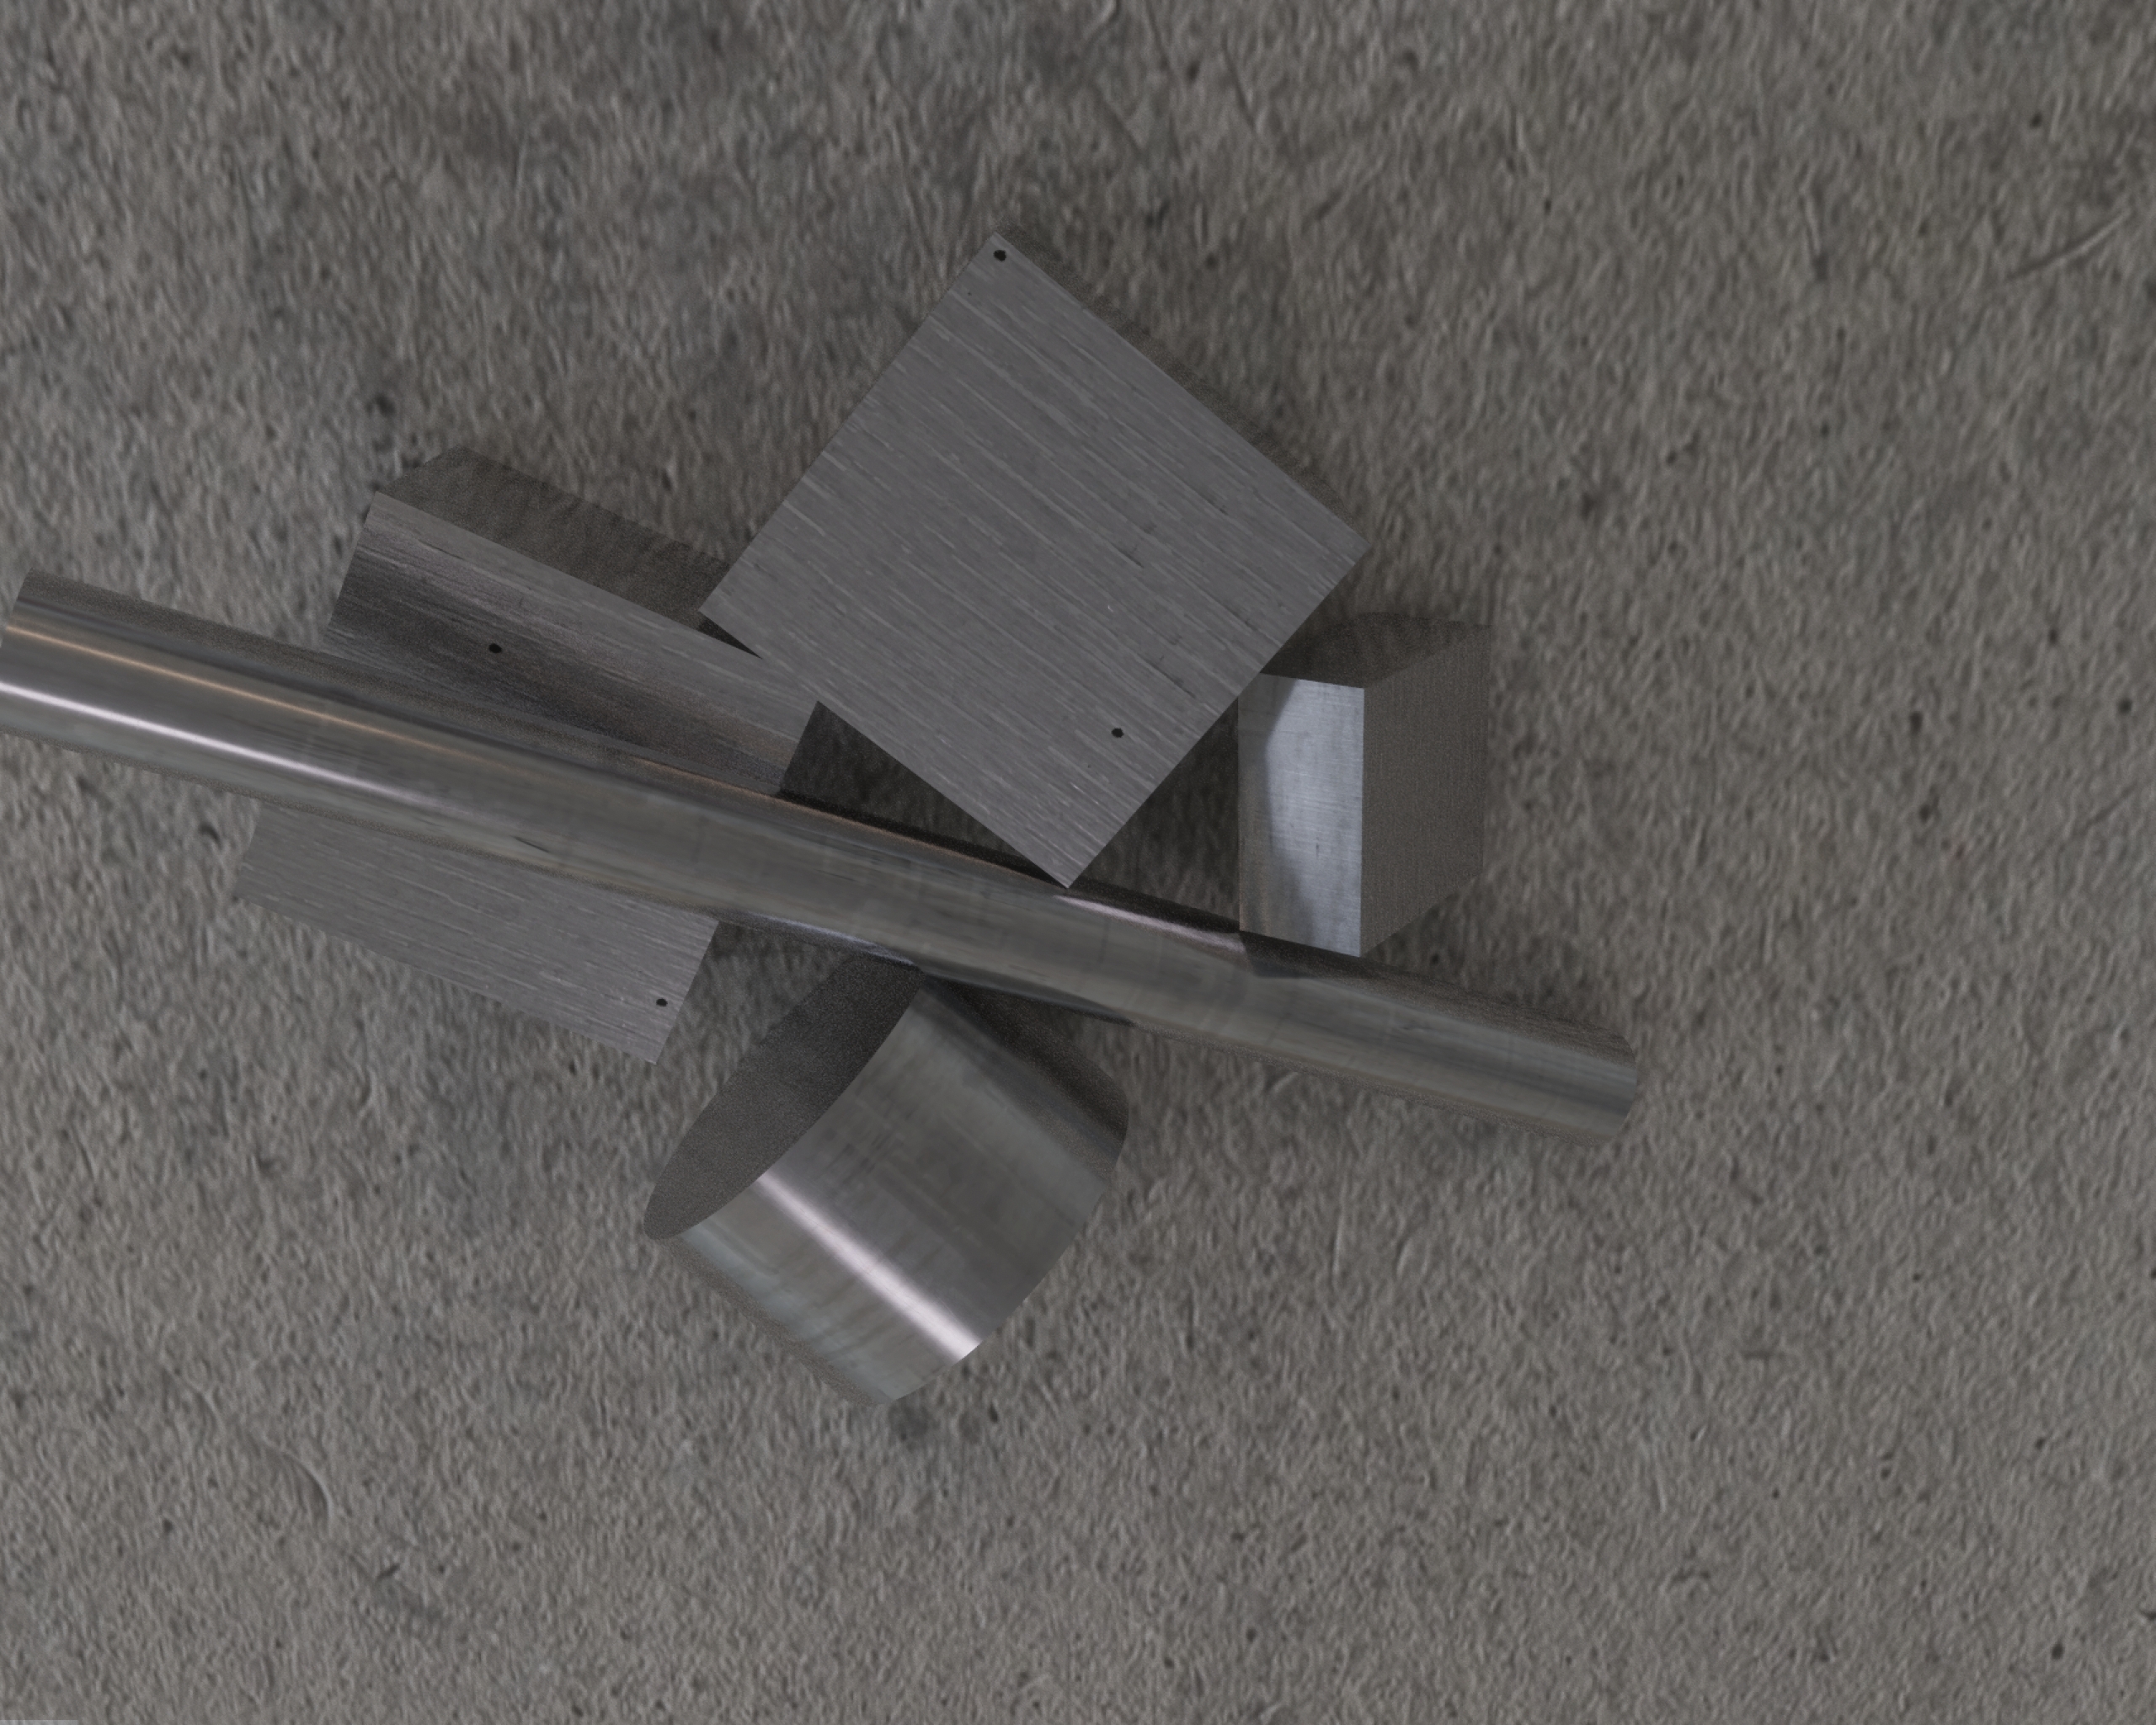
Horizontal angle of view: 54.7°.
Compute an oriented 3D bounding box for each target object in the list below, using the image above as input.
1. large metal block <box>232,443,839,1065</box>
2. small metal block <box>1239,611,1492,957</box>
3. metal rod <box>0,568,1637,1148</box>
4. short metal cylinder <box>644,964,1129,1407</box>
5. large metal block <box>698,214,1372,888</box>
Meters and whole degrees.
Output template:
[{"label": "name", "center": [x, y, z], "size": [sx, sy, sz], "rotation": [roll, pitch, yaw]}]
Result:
[{"label": "large metal block", "center": [-0.097, -0.021, 0.389], "size": [0.080, 0.050, 0.080], "rotation": [24, 108, -9]}, {"label": "small metal block", "center": [0.054, -0.016, 0.390], "size": [0.025, 0.050, 0.050], "rotation": [12, 115, 34]}, {"label": "metal rod", "center": [-0.026, 0.007, 0.370], "size": [0.302, 0.025, 0.025], "rotation": [16, 110, -24]}, {"label": "short metal cylinder", "center": [-0.037, 0.056, 0.401], "size": [0.080, 0.080, 0.050], "rotation": [-42, 105, 14]}, {"label": "large metal block", "center": [-0.007, -0.057, 0.374], "size": [0.080, 0.050, 0.080], "rotation": [38, 106, -13]}]
